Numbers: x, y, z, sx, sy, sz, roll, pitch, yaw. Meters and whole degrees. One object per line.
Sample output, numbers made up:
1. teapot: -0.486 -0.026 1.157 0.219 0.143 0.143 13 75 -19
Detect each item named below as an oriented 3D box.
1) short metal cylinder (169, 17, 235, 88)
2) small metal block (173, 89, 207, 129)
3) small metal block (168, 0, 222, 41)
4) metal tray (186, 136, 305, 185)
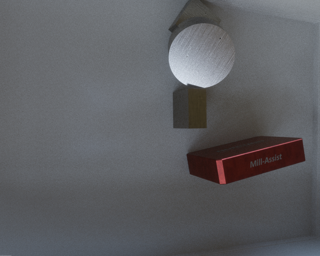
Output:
1. short metal cylinder: 0.051 -0.098 0.398 0.081 0.050 0.079 0 118 0
2. small metal block: 0.039 -0.024 0.413 0.025 0.050 0.050 -1 91 -20
3. small metal block: 0.049 -0.143 0.429 0.050 0.025 0.050 36 78 -17
4. metal tray: 0.114 0.039 0.419 0.131 0.090 0.030 -11 94 -20
